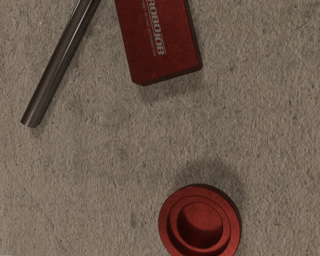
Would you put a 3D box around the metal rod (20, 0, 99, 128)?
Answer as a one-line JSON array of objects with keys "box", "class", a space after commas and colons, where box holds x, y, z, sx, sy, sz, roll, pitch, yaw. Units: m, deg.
[{"box": [-0.130, -0.134, 0.453, 0.025, 0.025, 0.299, 33, 100, 16], "class": "metal rod"}]

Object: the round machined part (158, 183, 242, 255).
[{"box": [0.051, 0.117, 0.382, 0.098, 0.042, 0.097, 0, 90, 19], "class": "round machined part"}]

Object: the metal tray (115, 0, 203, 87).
[{"box": [-0.003, -0.129, 0.407, 0.090, 0.030, 0.129, -14, 86, 19], "class": "metal tray"}]
